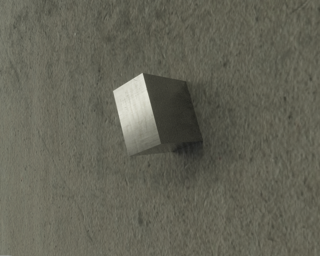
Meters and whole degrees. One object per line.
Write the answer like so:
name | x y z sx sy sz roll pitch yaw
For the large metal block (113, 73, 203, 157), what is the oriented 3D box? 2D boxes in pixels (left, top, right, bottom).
large metal block | -0.001 -0.014 0.371 0.050 0.081 0.080 -24 75 38
